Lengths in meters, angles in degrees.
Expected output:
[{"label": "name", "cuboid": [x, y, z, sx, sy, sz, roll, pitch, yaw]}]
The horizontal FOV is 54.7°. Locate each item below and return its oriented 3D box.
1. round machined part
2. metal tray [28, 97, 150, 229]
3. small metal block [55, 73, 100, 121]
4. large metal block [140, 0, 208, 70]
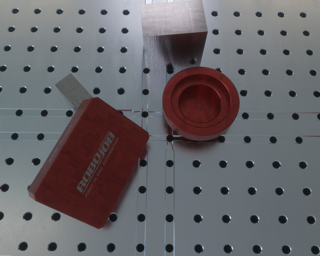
[{"label": "round machined part", "cuboid": [0.052, -0.029, 0.414, 0.099, 0.042, 0.098, 0, 70, 0]}, {"label": "metal tray", "cuboid": [-0.079, 0.040, 0.367, 0.090, 0.030, 0.130, 37, 69, -28]}, {"label": "small metal block", "cuboid": [-0.107, -0.037, 0.411, 0.025, 0.050, 0.050, -40, 75, -13]}, {"label": "large metal block", "cuboid": [0.017, -0.126, 0.428, 0.081, 0.080, 0.050, -5, 70, -2]}]
